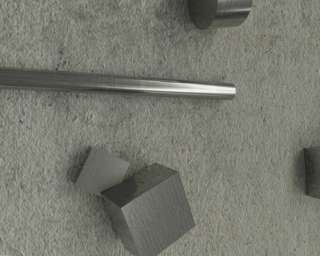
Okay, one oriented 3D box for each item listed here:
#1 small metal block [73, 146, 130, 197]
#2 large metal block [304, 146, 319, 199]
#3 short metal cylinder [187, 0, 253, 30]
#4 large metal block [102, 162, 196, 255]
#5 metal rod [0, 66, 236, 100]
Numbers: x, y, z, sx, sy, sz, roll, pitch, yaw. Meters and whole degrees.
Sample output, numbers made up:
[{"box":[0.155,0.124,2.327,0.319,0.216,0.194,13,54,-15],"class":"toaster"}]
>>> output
[{"box":[-0.072,0.056,0.383,0.050,0.025,0.050,26,81,-18],"class":"small metal block"},{"box":[0.286,0.069,0.502,0.081,0.050,0.079,-5,92,-20],"class":"large metal block"},{"box":[0.077,-0.173,0.408,0.050,0.080,0.080,-12,94,-20],"class":"short metal cylinder"},{"box":[-0.012,0.100,0.377,0.081,0.050,0.080,-28,111,-28],"class":"large metal block"},{"box":[-0.040,-0.054,0.394,0.302,0.025,0.025,1,90,-20],"class":"metal rod"}]
